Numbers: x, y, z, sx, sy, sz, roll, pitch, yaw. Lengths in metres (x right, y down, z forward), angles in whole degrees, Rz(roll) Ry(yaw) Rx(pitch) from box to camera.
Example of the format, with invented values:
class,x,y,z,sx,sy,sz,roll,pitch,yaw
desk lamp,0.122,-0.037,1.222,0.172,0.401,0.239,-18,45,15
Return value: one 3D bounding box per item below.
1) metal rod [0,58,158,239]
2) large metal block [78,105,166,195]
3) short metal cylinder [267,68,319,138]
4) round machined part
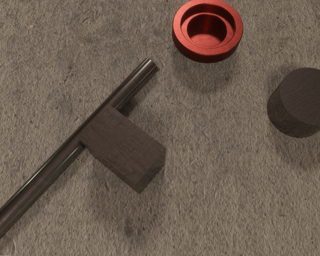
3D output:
class,x,y,z,sx,sy,sz,roll,pitch,yaw
metal rod,-0.107,0.020,0.399,0.025,0.025,0.301,38,74,12
large metal block,-0.041,0.029,0.368,0.080,0.080,0.050,37,74,12
short metal cylinder,0.190,-0.032,0.409,0.081,0.050,0.080,0,70,0
round machined part,0.067,-0.136,0.450,0.099,0.042,0.098,0,70,-1
